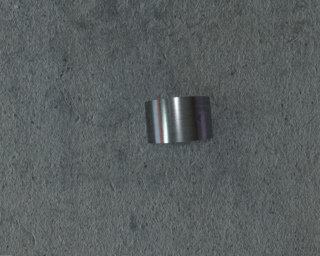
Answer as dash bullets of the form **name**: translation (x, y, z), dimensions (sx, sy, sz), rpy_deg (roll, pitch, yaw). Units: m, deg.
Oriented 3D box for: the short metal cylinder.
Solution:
- **short metal cylinder**: translation (0.023, -0.010, 0.382), dimensions (0.080, 0.080, 0.050), rpy_deg (-5, 90, 0)
